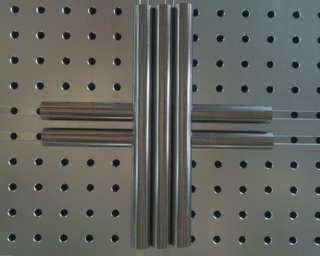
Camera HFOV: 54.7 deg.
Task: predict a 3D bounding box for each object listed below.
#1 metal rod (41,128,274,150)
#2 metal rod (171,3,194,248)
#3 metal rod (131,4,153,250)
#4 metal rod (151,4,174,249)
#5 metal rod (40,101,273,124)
[{"bbox_3d":[-0.002,0.014,0.414,0.302,0.025,0.025,1,90,-1],"label":"metal rod"},{"bbox_3d":[0.028,-0.003,0.389,0.025,0.025,0.298,1,90,-1],"label":"metal rod"},{"bbox_3d":[-0.022,-0.001,0.388,0.025,0.025,0.298,1,90,-1],"label":"metal rod"},{"bbox_3d":[0.003,-0.002,0.389,0.025,0.025,0.298,1,90,-1],"label":"metal rod"},{"bbox_3d":[-0.004,-0.021,0.413,0.302,0.025,0.025,1,90,-1],"label":"metal rod"}]
